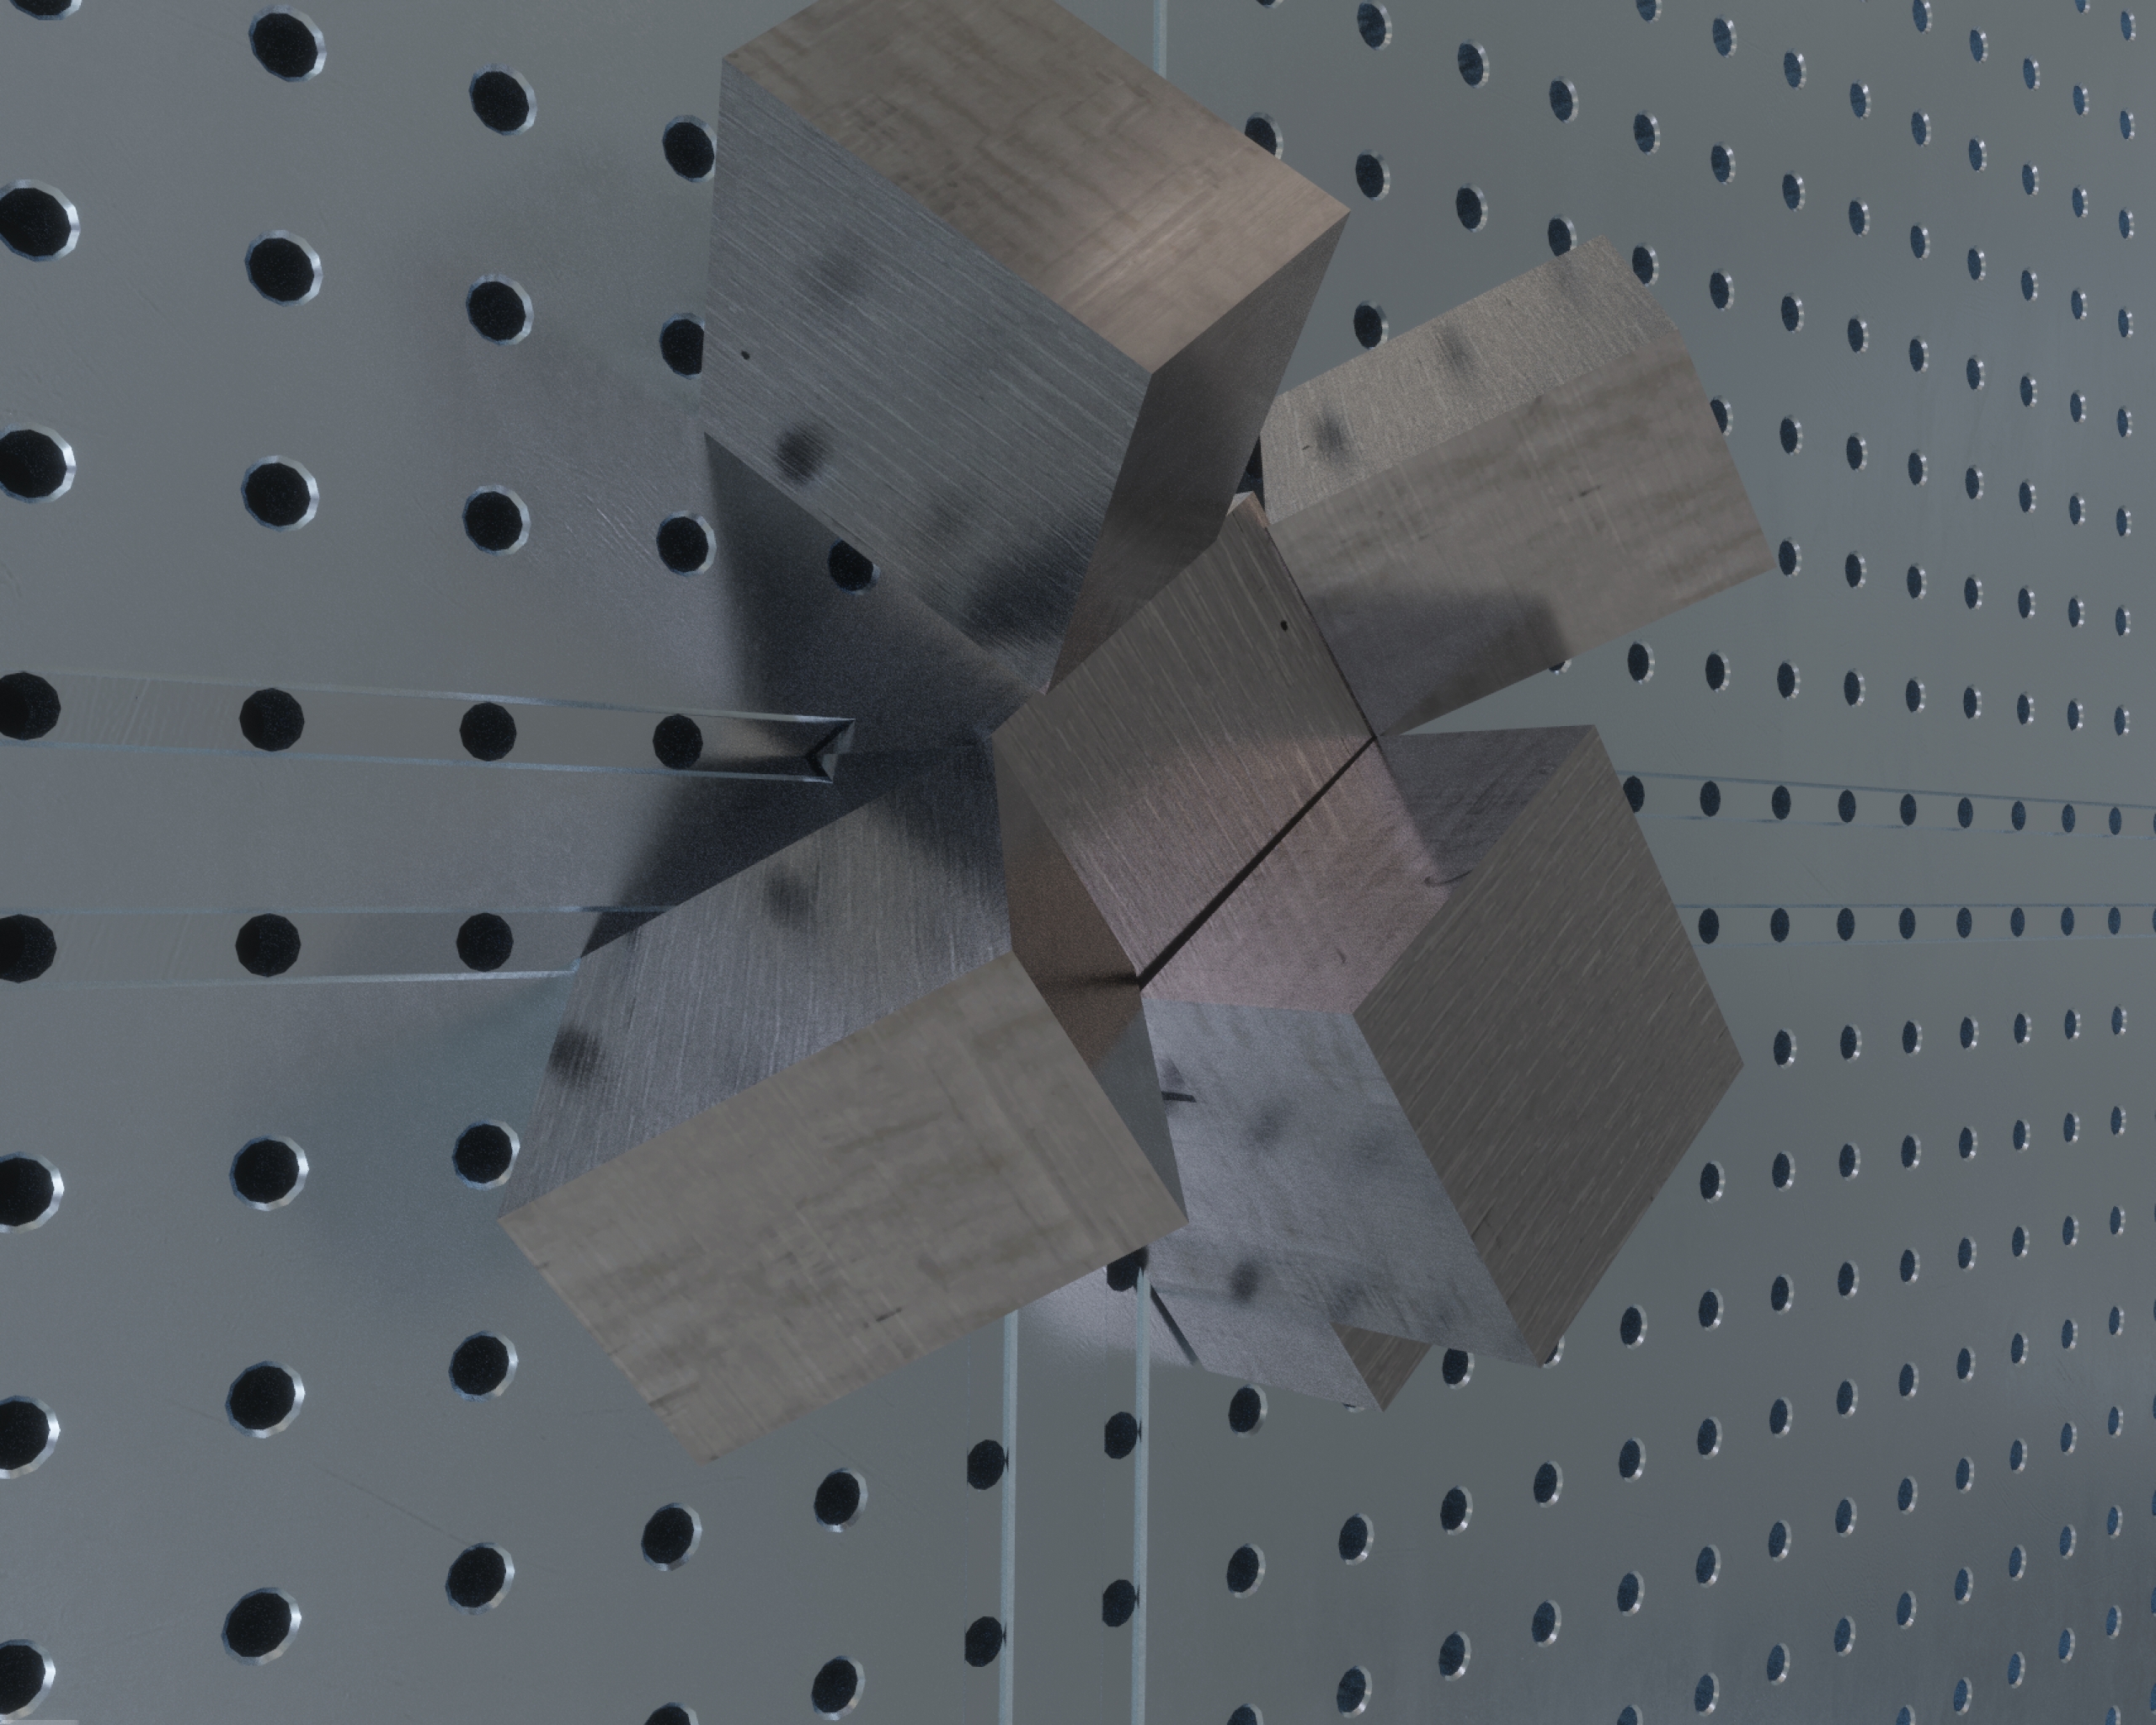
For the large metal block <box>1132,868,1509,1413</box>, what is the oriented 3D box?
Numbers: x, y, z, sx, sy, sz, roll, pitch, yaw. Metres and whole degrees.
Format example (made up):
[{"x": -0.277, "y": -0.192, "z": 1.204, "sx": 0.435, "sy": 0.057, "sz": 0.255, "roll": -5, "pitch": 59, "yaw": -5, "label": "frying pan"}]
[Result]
[{"x": 0.049, "y": 0.052, "z": 0.432, "sx": 0.080, "sy": 0.050, "sz": 0.080, "roll": -45, "pitch": 116, "yaw": -32, "label": "large metal block"}]

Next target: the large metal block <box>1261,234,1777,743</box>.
[{"x": 0.085, "y": -0.078, "z": 0.422, "sx": 0.050, "sy": 0.080, "sz": 0.080, "roll": 59, "pitch": 17, "yaw": -23, "label": "large metal block"}]

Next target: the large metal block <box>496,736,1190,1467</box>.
[{"x": -0.034, "y": 0.033, "z": 0.324, "sx": 0.080, "sy": 0.080, "sz": 0.050, "roll": -28, "pitch": 113, "yaw": 8, "label": "large metal block"}]

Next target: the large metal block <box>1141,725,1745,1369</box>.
[{"x": 0.069, "y": 0.031, "z": 0.383, "sx": 0.080, "sy": 0.050, "sz": 0.080, "roll": -45, "pitch": 118, "yaw": -32, "label": "large metal block"}]

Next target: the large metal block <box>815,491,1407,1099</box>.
[{"x": 0.011, "y": -0.013, "z": 0.401, "sx": 0.080, "sy": 0.050, "sz": 0.080, "roll": -46, "pitch": 117, "yaw": -30, "label": "large metal block"}]

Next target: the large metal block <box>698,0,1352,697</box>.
[{"x": -0.013, "y": -0.087, "z": 0.341, "sx": 0.080, "sy": 0.080, "sz": 0.050, "roll": 39, "pitch": 59, "yaw": 10, "label": "large metal block"}]
